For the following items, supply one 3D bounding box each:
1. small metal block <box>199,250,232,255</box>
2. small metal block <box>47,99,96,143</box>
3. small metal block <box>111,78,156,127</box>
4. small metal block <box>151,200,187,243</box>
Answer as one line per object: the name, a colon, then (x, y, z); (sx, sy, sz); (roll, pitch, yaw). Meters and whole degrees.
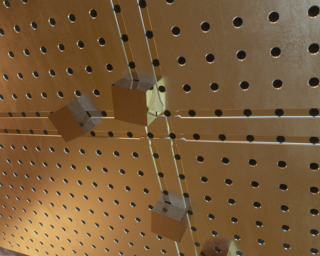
small metal block: (0.095, 0.225, 0.500); (0.050, 0.025, 0.050); (-18, 109, 35)
small metal block: (-0.137, -0.011, 0.478); (0.050, 0.025, 0.050); (-21, 107, 36)
small metal block: (-0.034, -0.034, 0.409); (0.050, 0.025, 0.050); (13, 124, 21)
small metal block: (0.014, 0.150, 0.497); (0.050, 0.025, 0.050); (15, 125, 20)
